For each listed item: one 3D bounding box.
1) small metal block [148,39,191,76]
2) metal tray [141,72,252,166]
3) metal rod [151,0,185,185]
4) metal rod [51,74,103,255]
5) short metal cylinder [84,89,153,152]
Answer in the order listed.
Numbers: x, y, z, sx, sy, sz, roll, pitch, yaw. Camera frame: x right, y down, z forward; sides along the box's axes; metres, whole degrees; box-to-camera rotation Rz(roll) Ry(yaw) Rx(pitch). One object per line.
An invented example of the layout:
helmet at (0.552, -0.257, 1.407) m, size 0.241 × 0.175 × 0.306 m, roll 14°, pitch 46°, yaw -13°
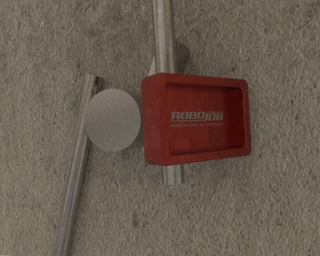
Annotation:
small metal block at (0.013, -0.082, 0.391) m, size 0.025 × 0.050 × 0.050 m, roll 21°, pitch 97°, yaw 19°
metal tray at (0.044, -0.010, 0.341) m, size 0.030 × 0.131 × 0.089 m, roll -4°, pitch 88°, yaw 55°
metal rod at (0.006, -0.086, 0.353) m, size 0.025 × 0.025 × 0.298 m, roll -4°, pitch 89°, yaw 20°
metal rod at (-0.124, 0.071, 0.452) m, size 0.025 × 0.025 × 0.298 m, roll 13°, pitch 94°, yaw 19°
short metal cylinder at (-0.052, -0.010, 0.414) m, size 0.080 × 0.050 × 0.079 m, roll 0°, pitch 90°, yaw 20°
